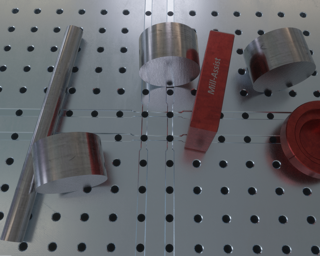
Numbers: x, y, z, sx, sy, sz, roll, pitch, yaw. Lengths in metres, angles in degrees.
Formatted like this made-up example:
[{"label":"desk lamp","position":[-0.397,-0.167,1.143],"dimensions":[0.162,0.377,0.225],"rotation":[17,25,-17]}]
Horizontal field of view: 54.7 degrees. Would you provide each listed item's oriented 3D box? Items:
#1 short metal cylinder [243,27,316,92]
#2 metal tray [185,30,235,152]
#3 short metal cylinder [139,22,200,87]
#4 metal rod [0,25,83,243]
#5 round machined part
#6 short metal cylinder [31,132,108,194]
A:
[{"label":"short metal cylinder","position":[0.158,-0.089,0.416],"dimensions":[0.081,0.080,0.050],"rotation":[-9,71,-3]},{"label":"metal tray","position":[0.062,-0.044,0.393],"dimensions":[0.030,0.090,0.130],"rotation":[12,71,4]},{"label":"short metal cylinder","position":[0.012,-0.096,0.418],"dimensions":[0.081,0.080,0.050],"rotation":[-2,70,-1]},{"label":"metal rod","position":[-0.150,-0.007,0.412],"dimensions":[0.025,0.025,0.299],"rotation":[8,70,3]},{"label":"round machined part","position":[0.203,0.017,0.397],"dimensions":[0.099,0.042,0.098],"rotation":[0,70,0]},{"label":"short metal cylinder","position":[-0.106,0.043,0.366],"dimensions":[0.081,0.080,0.050],"rotation":[-12,71,-4]}]
